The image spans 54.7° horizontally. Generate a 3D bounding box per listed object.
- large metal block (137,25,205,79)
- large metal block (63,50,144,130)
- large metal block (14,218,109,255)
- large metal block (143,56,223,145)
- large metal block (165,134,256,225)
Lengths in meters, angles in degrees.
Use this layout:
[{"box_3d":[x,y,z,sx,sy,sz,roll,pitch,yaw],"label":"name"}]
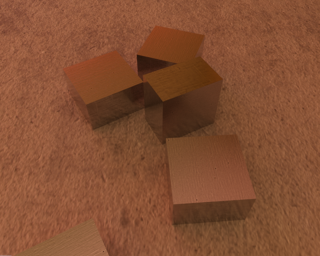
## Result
[{"box_3d":[0.018,-0.108,0.478,0.080,0.050,0.080,15,52,12],"label":"large metal block"},{"box_3d":[-0.077,-0.055,0.432,0.081,0.050,0.080,-25,55,-20],"label":"large metal block"},{"box_3d":[-0.078,0.140,0.268,0.081,0.050,0.080,-23,54,-18],"label":"large metal block"},{"box_3d":[0.027,-0.035,0.397,0.081,0.080,0.050,-22,54,-18],"label":"large metal block"},{"box_3d":[0.050,0.056,0.341,0.081,0.050,0.080,-3,50,-3],"label":"large metal block"}]
